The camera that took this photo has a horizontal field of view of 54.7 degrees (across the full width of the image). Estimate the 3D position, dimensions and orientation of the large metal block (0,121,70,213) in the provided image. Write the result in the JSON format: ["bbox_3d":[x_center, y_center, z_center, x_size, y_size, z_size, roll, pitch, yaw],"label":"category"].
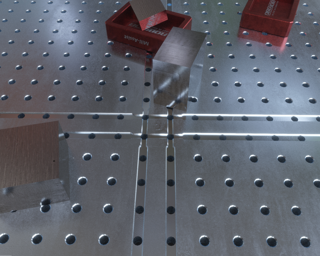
[{"bbox_3d":[-0.151,0.043,0.354,0.081,0.050,0.080,-9,51,-8],"label":"large metal block"}]

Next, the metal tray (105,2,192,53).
[{"bbox_3d":[-0.020,-0.181,0.555,0.130,0.030,0.090,21,53,17],"label":"metal tray"}]

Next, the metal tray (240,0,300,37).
[{"bbox_3d":[0.216,-0.232,0.600,0.090,0.030,0.130,19,52,15],"label":"metal tray"}]

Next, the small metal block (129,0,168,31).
[{"bbox_3d":[-0.020,-0.209,0.551,0.050,0.025,0.050,-24,67,0],"label":"small metal block"}]

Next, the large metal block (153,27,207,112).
[{"bbox_3d":[0.028,-0.084,0.443,0.050,0.080,0.080,16,52,13],"label":"large metal block"}]
